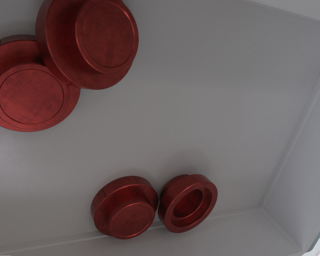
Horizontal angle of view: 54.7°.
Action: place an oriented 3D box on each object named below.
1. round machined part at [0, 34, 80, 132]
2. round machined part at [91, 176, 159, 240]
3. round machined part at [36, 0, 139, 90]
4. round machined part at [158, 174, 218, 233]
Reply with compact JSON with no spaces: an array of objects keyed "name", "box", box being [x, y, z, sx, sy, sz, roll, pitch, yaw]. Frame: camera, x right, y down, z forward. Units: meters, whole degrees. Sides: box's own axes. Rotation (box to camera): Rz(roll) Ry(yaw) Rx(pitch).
[{"name":"round machined part","box":[-0.128,-0.038,0.304,0.099,0.042,0.097,-14,124,-21]},{"name":"round machined part","box":[-0.046,0.121,0.447,0.099,0.042,0.097,-14,124,-21]},{"name":"round machined part","box":[-0.058,-0.084,0.288,0.099,0.042,0.097,-10,104,-44]},{"name":"round machined part","box":[0.039,0.112,0.484,0.099,0.042,0.097,-18,127,-25]}]
